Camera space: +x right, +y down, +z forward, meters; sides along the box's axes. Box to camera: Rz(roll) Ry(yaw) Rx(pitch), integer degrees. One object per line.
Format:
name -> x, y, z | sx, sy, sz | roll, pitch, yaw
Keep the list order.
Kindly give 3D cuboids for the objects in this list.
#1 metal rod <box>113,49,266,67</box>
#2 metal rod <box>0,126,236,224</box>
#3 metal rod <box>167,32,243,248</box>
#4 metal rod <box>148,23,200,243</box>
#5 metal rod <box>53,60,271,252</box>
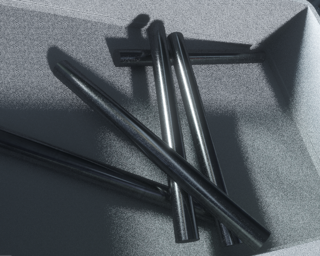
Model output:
metal rod -> 0.066, -0.117, 0.512 | 0.303, 0.025, 0.025 | -9, 66, -32
metal rod -> -0.045, 0.058, 0.345 | 0.302, 0.025, 0.025 | 22, 54, -15
metal rod -> 0.050, -0.004, 0.401 | 0.025, 0.025, 0.299 | 3, 61, -27
metal rod -> 0.012, -0.015, 0.387 | 0.025, 0.025, 0.299 | 7, 59, -25
metal rod -> -0.013, 0.017, 0.339 | 0.300, 0.025, 0.025 | 40, 49, 18
